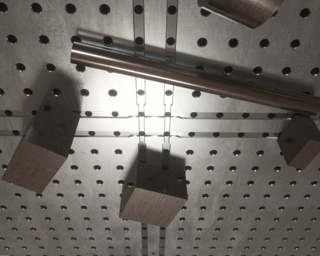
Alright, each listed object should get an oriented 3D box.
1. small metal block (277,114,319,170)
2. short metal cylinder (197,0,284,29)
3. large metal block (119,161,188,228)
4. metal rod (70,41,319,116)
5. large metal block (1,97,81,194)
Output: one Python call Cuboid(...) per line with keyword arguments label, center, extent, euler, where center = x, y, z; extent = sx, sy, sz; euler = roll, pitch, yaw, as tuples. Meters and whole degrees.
Cuboid(label="small metal block", center=(0.187, 0.019, 0.414), extent=(0.025, 0.050, 0.050), euler=(13, 129, -11))
Cuboid(label="short metal cylinder", center=(0.073, -0.133, 0.264), extent=(0.050, 0.080, 0.079), euler=(18, 128, -15))
Cuboid(label="large metal block", center=(-0.012, 0.106, 0.486), extent=(0.081, 0.050, 0.079), euler=(17, 128, -14))
Cuboid(label="metal rod", center=(0.051, -0.055, 0.365), extent=(0.302, 0.025, 0.025), euler=(11, 129, -10))
Cuboid(label="large metal block", center=(-0.149, 0.022, 0.392), extent=(0.050, 0.080, 0.080), euler=(28, 124, -22))
